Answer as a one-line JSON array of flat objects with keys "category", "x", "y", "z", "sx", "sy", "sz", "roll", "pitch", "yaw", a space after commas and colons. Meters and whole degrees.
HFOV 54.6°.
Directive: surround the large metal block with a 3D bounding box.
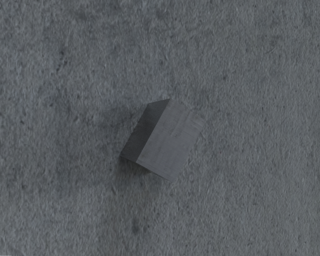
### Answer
[{"category": "large metal block", "x": 0.000, "y": 0.014, "z": 0.380, "sx": 0.050, "sy": 0.080, "sz": 0.080, "roll": 31, "pitch": 80, "yaw": -17}]
